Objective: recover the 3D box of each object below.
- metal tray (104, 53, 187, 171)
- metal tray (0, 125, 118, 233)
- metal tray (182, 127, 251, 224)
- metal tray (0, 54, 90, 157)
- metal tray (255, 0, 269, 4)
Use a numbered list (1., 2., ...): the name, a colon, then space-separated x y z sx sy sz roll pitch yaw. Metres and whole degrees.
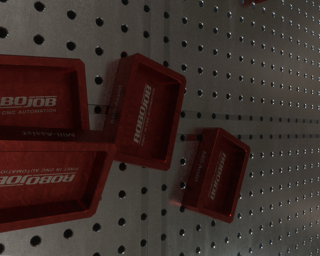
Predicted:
1. metal tray: -0.018 -0.017 0.392 0.091 0.030 0.129 19 78 -39
2. metal tray: -0.111 0.046 0.285 0.131 0.030 0.089 4 112 -44
3. metal tray: 0.092 0.074 0.485 0.090 0.030 0.130 30 72 -36
4. metal tray: -0.135 -0.021 0.293 0.131 0.030 0.089 -7 95 -40
5. metal tray: 0.196 -0.308 0.572 0.091 0.030 0.129 -35 112 -35
